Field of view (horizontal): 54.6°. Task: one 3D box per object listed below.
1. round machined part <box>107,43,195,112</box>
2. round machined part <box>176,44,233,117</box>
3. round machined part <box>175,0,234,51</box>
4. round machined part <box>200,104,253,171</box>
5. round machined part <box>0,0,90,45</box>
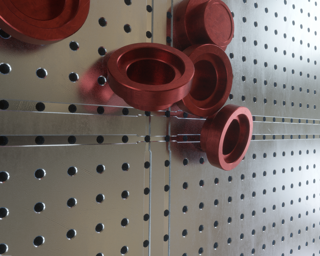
[{"bbox_3d":[-0.011,-0.057,0.364,0.099,0.098,0.042,-35,148,-34],"label":"round machined part"},{"bbox_3d":[0.053,-0.067,0.433,0.099,0.042,0.097,-10,107,-35],"label":"round machined part"},{"bbox_3d":[0.072,-0.150,0.457,0.099,0.042,0.097,0,90,-40],"label":"round machined part"},{"bbox_3d":[0.097,0.011,0.467,0.099,0.042,0.097,-21,119,-43],"label":"round machined part"},{"bbox_3d":[-0.121,-0.128,0.296,0.099,0.042,0.097,0,90,-40],"label":"round machined part"}]
